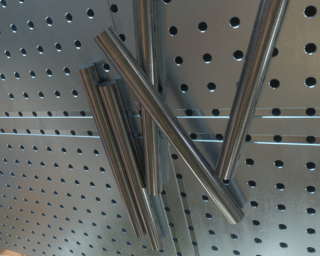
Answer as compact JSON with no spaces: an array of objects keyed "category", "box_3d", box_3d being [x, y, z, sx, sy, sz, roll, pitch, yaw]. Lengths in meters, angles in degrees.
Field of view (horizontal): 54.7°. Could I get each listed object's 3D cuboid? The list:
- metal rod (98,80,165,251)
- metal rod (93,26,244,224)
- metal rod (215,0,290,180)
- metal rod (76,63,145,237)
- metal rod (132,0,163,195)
[{"category":"metal rod","box_3d":[-0.037,0.072,0.473,0.025,0.025,0.298,0,119,28]},{"category":"metal rod","box_3d":[0.022,0.011,0.383,0.025,0.025,0.299,-22,114,36]},{"category":"metal rod","box_3d":[0.099,-0.064,0.319,0.025,0.025,0.298,19,126,17]},{"category":"metal rod","box_3d":[-0.066,0.049,0.474,0.025,0.025,0.298,0,119,28]},{"category":"metal rod","box_3d":[-0.013,-0.034,0.395,0.025,0.025,0.298,11,123,21]}]
